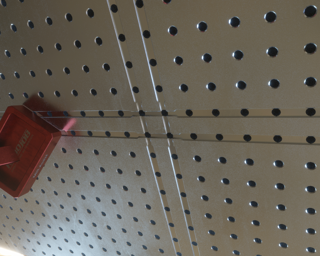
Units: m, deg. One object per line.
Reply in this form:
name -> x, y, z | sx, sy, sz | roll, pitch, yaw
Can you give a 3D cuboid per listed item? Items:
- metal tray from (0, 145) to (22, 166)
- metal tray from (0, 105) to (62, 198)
metal tray -> -0.296, 0.066, 0.549 | 0.130, 0.091, 0.030 | -28, 79, 45
metal tray -> -0.235, 0.038, 0.514 | 0.090, 0.030, 0.129 | 34, 100, 5
